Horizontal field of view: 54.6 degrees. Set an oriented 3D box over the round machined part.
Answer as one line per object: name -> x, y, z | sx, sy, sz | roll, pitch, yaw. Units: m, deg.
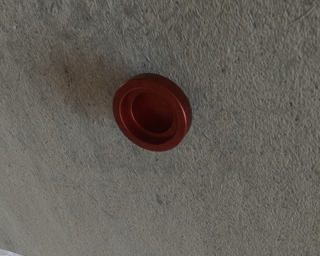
round machined part -> -0.006, -0.022, 0.386 | 0.098, 0.042, 0.097 | 13, 124, 21
